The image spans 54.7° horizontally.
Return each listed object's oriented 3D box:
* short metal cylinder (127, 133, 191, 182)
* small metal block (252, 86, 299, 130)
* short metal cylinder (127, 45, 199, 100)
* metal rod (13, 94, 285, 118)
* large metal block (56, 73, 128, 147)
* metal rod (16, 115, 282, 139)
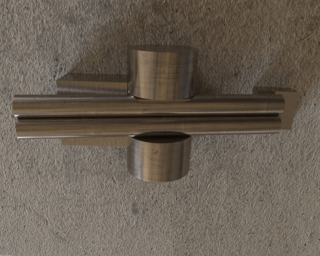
[{"bbox_3d":[-0.001,0.027,0.391,0.081,0.080,0.050,1,110,-1],"label":"short metal cylinder"},{"bbox_3d":[0.146,-0.026,0.403,0.050,0.025,0.050,3,110,-1],"label":"small metal block"},{"bbox_3d":[0.003,-0.067,0.357,0.081,0.080,0.050,1,110,-1],"label":"short metal cylinder"},{"bbox_3d":[-0.004,-0.026,0.354,0.302,0.025,0.025,-1,110,-8],"label":"metal rod"},{"bbox_3d":[-0.079,-0.024,0.388,0.081,0.050,0.079,2,110,-1],"label":"large metal block"},{"bbox_3d":[-0.005,-0.003,0.362,0.302,0.025,0.025,-1,110,-8],"label":"metal rod"}]
